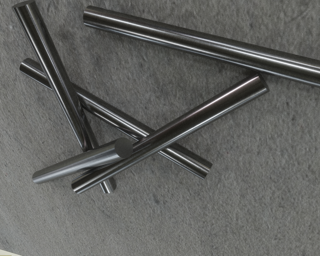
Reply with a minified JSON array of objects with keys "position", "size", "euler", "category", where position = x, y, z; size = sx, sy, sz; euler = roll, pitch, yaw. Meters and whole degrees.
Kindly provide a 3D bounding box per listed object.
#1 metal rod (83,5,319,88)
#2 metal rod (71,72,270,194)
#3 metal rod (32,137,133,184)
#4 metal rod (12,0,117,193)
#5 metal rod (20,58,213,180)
[{"position":[0.053,-0.085,0.325],"size":[0.301,0.025,0.025],"euler":[19,126,16],"category":"metal rod"},{"position":[-0.007,0.019,0.390],"size":[0.299,0.025,0.025],"euler":[-30,102,28],"category":"metal rod"},{"position":[-0.135,0.058,0.471],"size":[0.299,0.025,0.025],"euler":[-21,108,48],"category":"metal rod"},{"position":[-0.116,-0.018,0.422],"size":[0.025,0.025,0.298],"euler":[5,131,25],"category":"metal rod"},{"position":[-0.066,-0.016,0.429],"size":[0.301,0.025,0.025],"euler":[30,128,8],"category":"metal rod"}]
